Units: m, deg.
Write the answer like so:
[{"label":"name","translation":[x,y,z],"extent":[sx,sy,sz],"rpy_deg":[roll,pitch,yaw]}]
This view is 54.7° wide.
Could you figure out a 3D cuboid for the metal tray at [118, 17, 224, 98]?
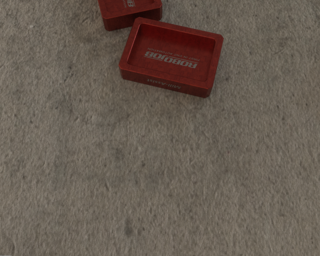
[{"label":"metal tray","translation":[0.017,-0.102,0.442],"extent":[0.131,0.030,0.090],"rpy_deg":[14,70,4]}]

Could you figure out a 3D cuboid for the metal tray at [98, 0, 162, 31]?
[{"label":"metal tray","translation":[-0.056,-0.221,0.485],"extent":[0.091,0.030,0.130],"rpy_deg":[-14,71,-6]}]
